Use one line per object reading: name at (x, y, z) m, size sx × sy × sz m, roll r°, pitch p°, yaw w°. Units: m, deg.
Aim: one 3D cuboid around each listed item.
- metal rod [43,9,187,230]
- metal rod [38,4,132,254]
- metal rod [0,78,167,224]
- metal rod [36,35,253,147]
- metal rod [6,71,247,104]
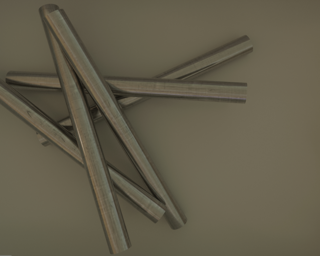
metal rod at (-0.047, 0.000, 0.379) m, size 0.025 × 0.025 × 0.299 m, roll -30°, pitch 103°, yaw 0°
metal rod at (-0.090, -0.005, 0.363) m, size 0.025 × 0.025 × 0.299 m, roll -18°, pitch 83°, yaw 0°
metal rod at (-0.118, 0.016, 0.383) m, size 0.300 × 0.025 × 0.025 m, roll 38°, pitch 90°, yaw 1°
metal rod at (-0.019, -0.049, 0.411) m, size 0.301 × 0.025 × 0.025 m, roll -25°, pitch 90°, yaw -1°
metal rod at (-0.047, -0.052, 0.388) m, size 0.302 × 0.025 × 0.025 m, roll 4°, pitch 90°, yaw 8°
